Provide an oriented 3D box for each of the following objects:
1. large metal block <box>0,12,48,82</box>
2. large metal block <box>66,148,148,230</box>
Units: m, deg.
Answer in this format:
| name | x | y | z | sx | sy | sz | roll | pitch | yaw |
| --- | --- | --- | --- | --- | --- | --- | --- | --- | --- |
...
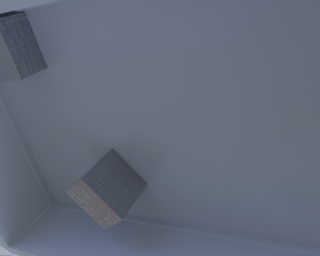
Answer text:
| name | x | y | z | sx | sy | sz | roll | pitch | yaw |
| --- | --- | --- | --- | --- | --- | --- | --- | --- | --- |
| large metal block | -0.221 | -0.112 | 0.440 | 0.080 | 0.050 | 0.080 | -1 | 118 | 28 |
| large metal block | -0.078 | 0.091 | 0.471 | 0.080 | 0.080 | 0.050 | 47 | 129 | -5 |
